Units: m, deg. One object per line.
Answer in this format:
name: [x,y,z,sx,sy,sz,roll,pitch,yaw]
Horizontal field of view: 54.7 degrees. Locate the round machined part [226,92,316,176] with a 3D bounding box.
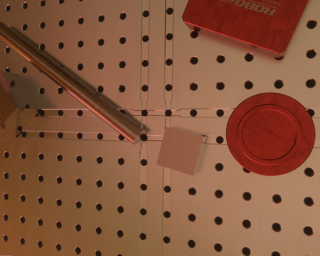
round machined part: [0.126,0.007,0.359,0.098,0.042,0.097,0,90,19]

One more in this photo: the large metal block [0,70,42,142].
large metal block: [-0.249,-0.033,0.485,0.080,0.050,0.080,-42,77,15]

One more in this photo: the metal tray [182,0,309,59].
metal tray: [0.103,-0.149,0.373,0.130,0.030,0.089,25,98,18]

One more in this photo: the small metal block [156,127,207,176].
small metal block: [0.028,0.029,0.402,0.050,0.025,0.050,15,95,19]

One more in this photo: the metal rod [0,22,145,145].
metal rod: [-0.144,-0.074,0.461,0.300,0.025,0.025,37,102,16]
